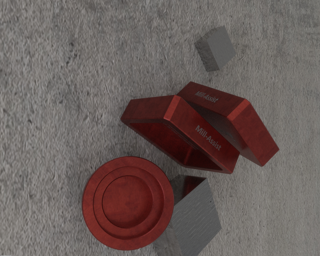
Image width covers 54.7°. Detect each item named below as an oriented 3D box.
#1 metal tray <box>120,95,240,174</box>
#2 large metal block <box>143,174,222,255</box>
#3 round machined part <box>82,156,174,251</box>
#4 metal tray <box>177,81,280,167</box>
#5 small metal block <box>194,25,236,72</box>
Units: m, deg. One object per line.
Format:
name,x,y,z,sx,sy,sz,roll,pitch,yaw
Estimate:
metal tray,0.026,0.011,0.384,0.130,0.090,0.030,39,66,-33
large metal block,0.030,0.118,0.410,0.081,0.050,0.080,-30,109,-41
round machined part,-0.037,0.082,0.347,0.099,0.042,0.097,3,80,-16
metal tray,0.083,-0.009,0.405,0.030,0.130,0.090,-44,119,-6
small metal block,0.086,-0.122,0.476,0.050,0.025,0.050,-44,117,-31
